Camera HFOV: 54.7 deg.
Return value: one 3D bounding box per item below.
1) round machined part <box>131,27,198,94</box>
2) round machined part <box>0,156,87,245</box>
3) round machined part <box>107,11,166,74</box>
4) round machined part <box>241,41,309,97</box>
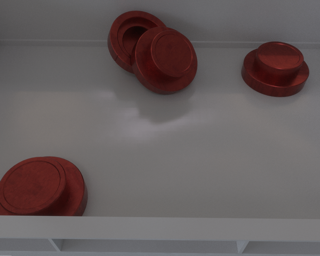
[{"bbox_3d":[0.012,-0.100,0.446,0.099,0.042,0.098,4,80,-22],"label":"round machined part"},{"bbox_3d":[-0.132,0.070,0.334,0.099,0.042,0.098,0,50,0],"label":"round machined part"},{"bbox_3d":[-0.033,-0.127,0.482,0.099,0.042,0.098,5,75,-19],"label":"round machined part"},{"bbox_3d":[0.179,-0.096,0.476,0.099,0.042,0.098,0,50,0],"label":"round machined part"}]
